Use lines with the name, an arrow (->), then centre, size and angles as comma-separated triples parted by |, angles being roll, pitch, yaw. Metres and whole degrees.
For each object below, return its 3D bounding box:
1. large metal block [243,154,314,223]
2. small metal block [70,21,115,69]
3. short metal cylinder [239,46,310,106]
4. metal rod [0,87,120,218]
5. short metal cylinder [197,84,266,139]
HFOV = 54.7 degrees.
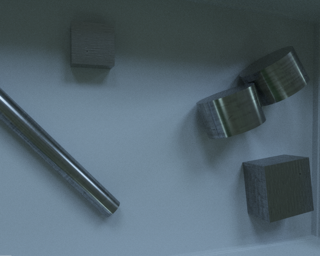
large metal block -> 0.177, 0.087, 0.465 | 0.081, 0.050, 0.079 | -7, 93, -20
small metal block -> -0.083, -0.100, 0.380 | 0.050, 0.025, 0.050 | -1, 90, -21
short metal cylinder -> 0.162, -0.074, 0.443 | 0.080, 0.080, 0.050 | -36, 102, -17
metal rod -> -0.157, -0.005, 0.352 | 0.025, 0.025, 0.300 | -46, 105, -14
short metal cylinder -> 0.095, -0.023, 0.418 | 0.081, 0.080, 0.050 | -23, 98, -19
